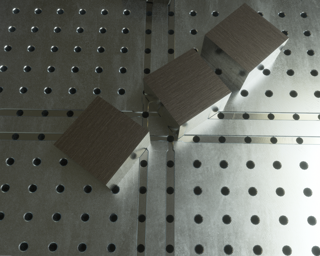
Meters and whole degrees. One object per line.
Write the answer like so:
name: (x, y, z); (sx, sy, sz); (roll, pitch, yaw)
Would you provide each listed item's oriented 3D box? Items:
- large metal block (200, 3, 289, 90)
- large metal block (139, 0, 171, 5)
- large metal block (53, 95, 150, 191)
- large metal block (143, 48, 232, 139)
large metal block: (0.117, -0.115, 0.441); (0.080, 0.050, 0.080); (-41, 75, -13)
large metal block: (-0.016, -0.250, 0.490); (0.080, 0.050, 0.080); (10, 70, 3)
large metal block: (-0.069, 0.020, 0.391); (0.080, 0.050, 0.080); (35, 74, 12)
large metal block: (0.034, -0.046, 0.415); (0.080, 0.050, 0.080); (-33, 74, -11)
